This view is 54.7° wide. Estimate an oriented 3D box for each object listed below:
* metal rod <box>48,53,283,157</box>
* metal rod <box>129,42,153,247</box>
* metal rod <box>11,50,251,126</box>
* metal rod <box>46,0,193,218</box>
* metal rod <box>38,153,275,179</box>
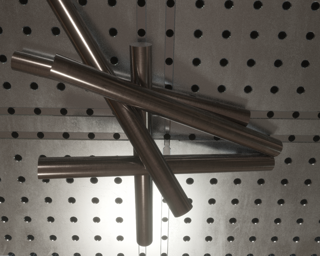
[{"bbox_3d":[0.025,-0.017,0.364,0.302,0.025,0.025,19,110,-23],"label":"metal rod"},{"bbox_3d":[-0.022,0.040,0.410,0.025,0.025,0.298,0,117,-1],"label":"metal rod"},{"bbox_3d":[-0.032,-0.048,0.395,0.302,0.025,0.025,14,110,-6],"label":"metal rod"},{"bbox_3d":[-0.048,-0.031,0.359,0.025,0.025,0.299,-30,92,10],"label":"metal rod"},{"bbox_3d":[0.008,0.047,0.392,0.302,0.025,0.025,0,111,-16],"label":"metal rod"}]
